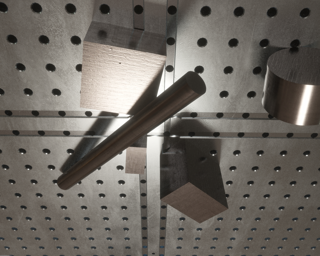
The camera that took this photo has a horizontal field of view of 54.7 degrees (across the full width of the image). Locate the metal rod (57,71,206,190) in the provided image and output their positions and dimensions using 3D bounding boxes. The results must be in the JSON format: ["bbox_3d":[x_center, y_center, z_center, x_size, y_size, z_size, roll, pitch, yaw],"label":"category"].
[{"bbox_3d":[-0.058,0.022,0.382,0.025,0.025,0.299,31,138,-24],"label":"metal rod"}]

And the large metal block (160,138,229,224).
[{"bbox_3d":[0.046,0.075,0.441,0.050,0.080,0.080,-37,121,27],"label":"large metal block"}]

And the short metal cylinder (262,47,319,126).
[{"bbox_3d":[0.156,-0.047,0.338,0.080,0.080,0.050,-4,130,3],"label":"short metal cylinder"}]

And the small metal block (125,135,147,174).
[{"bbox_3d":[-0.032,0.027,0.418,0.025,0.050,0.050,4,130,-4],"label":"small metal block"}]

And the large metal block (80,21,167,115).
[{"bbox_3d":[-0.041,-0.063,0.341,0.081,0.050,0.079,9,130,-8],"label":"large metal block"}]
